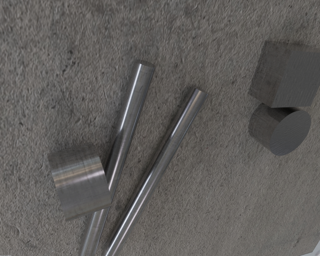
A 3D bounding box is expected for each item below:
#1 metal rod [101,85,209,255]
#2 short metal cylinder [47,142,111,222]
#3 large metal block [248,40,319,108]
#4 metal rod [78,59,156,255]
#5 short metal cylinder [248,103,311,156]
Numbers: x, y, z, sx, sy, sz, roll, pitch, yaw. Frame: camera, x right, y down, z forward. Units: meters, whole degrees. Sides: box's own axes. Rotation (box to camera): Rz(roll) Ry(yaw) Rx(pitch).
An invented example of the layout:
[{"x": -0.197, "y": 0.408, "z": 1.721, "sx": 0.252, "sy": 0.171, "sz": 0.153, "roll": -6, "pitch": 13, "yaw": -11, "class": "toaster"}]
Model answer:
[{"x": -0.014, "y": 0.076, "z": 0.446, "sx": 0.025, "sy": 0.025, "sz": 0.298, "roll": 16, "pitch": 110, "yaw": -35, "class": "metal rod"}, {"x": -0.094, "y": 0.061, "z": 0.358, "sx": 0.050, "sy": 0.080, "sz": 0.079, "roll": -16, "pitch": 125, "yaw": -19, "class": "short metal cylinder"}, {"x": 0.185, "y": -0.077, "z": 0.444, "sx": 0.081, "sy": 0.050, "sz": 0.079, "roll": -4, "pitch": 120, "yaw": -27, "class": "large metal block"}, {"x": -0.063, "y": 0.057, "z": 0.407, "sx": 0.025, "sy": 0.025, "sz": 0.298, "roll": 6, "pitch": 116, "yaw": -31, "class": "metal rod"}, {"x": 0.189, "y": -0.003, "z": 0.492, "sx": 0.081, "sy": 0.050, "sz": 0.079, "roll": -14, "pitch": 124, "yaw": -21, "class": "short metal cylinder"}]
